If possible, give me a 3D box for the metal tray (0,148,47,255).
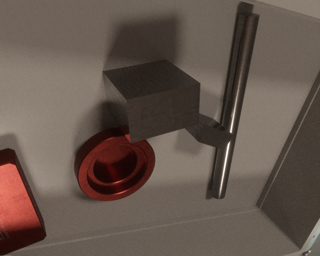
[{"bbox_3d":[-0.195,0.094,0.357,0.091,0.030,0.129,-18,126,-19],"label":"metal tray"}]

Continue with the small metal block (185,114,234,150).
[{"bbox_3d":[0.065,0.002,0.432,0.050,0.050,0.025,18,109,-36],"label":"small metal block"}]

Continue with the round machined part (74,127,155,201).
[{"bbox_3d":[-0.059,0.041,0.392,0.099,0.042,0.097,-14,125,-21],"label":"round machined part"}]

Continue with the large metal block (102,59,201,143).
[{"bbox_3d":[-0.011,-0.034,0.347,0.081,0.080,0.050,-15,125,-20],"label":"large metal block"}]

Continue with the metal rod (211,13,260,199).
[{"bbox_3d":[0.106,-0.013,0.460,0.025,0.025,0.298,-12,124,-22],"label":"metal rod"}]
